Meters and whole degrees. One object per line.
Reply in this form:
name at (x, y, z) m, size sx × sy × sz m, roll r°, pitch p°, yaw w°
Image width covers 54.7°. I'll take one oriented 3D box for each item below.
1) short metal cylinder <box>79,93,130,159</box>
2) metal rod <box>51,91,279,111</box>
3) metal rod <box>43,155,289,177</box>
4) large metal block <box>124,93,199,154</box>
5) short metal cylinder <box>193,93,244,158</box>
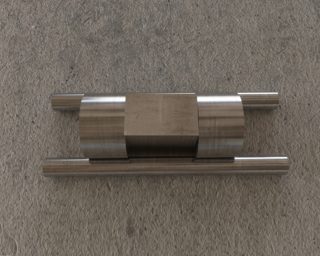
short metal cylinder at (-0.064, -0.003, 0.380) m, size 0.050 × 0.080 × 0.080 m, roll -1°, pitch 70°, yaw 0°
metal rod at (0.007, -0.036, 0.423) m, size 0.302 × 0.025 × 0.025 m, roll 0°, pitch 70°, yaw -1°
metal rod at (0.008, 0.048, 0.392) m, size 0.302 × 0.025 × 0.025 m, roll 0°, pitch 70°, yaw -1°
large metal block at (0.002, -0.002, 0.378) m, size 0.081 × 0.080 × 0.050 m, roll 0°, pitch 70°, yaw 0°
short metal cylinder at (0.068, -0.003, 0.381) m, size 0.050 × 0.080 × 0.080 m, roll -1°, pitch 70°, yaw 0°
